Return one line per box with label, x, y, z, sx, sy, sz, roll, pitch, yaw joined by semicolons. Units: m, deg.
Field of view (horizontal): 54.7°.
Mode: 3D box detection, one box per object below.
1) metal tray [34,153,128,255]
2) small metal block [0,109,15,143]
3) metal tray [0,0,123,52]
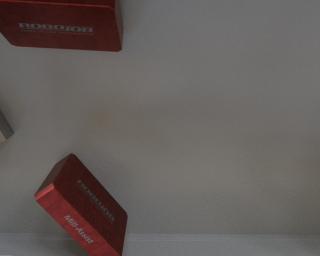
metal tray;-0.097;0.106;0.414;0.030;0.090;0.130;-34;107;11
small metal block;-0.232;-0.002;0.407;0.050;0.025;0.050;-20;109;7
metal tray;-0.109;-0.119;0.330;0.131;0.090;0.030;3;77;-2
